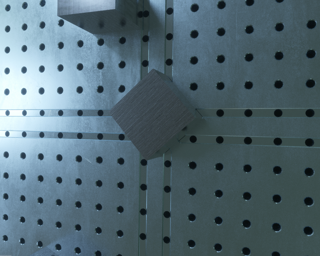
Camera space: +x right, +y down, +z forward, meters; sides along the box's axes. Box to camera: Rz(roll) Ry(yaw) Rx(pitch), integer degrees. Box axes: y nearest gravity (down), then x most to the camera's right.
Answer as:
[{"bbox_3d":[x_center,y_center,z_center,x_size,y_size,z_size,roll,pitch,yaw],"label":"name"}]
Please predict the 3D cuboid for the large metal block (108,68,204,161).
[{"bbox_3d":[-0.004,-0.016,0.400,0.080,0.050,0.080,-42,77,15],"label":"large metal block"}]

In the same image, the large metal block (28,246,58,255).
[{"bbox_3d":[-0.168,0.226,0.441,0.080,0.080,0.050,26,99,18],"label":"large metal block"}]

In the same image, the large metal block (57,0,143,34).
[{"bbox_3d":[-0.076,-0.164,0.409,0.080,0.080,0.050,1,91,19],"label":"large metal block"}]
